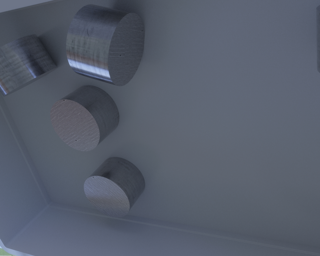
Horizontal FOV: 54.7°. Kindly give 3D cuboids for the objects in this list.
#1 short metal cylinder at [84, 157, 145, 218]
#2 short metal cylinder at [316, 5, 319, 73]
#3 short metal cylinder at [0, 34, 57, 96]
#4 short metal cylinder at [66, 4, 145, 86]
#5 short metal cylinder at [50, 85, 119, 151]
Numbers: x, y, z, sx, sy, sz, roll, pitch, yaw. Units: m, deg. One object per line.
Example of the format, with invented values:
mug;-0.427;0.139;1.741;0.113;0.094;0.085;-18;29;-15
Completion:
short metal cylinder;-0.071;0.092;0.485;0.080;0.050;0.079;13;124;20
short metal cylinder;0.166;-0.074;0.240;0.080;0.080;0.050;0;118;28
short metal cylinder;-0.189;-0.084;0.418;0.080;0.080;0.050;-18;109;35
short metal cylinder;-0.058;-0.092;0.346;0.050;0.080;0.079;18;126;17
short metal cylinder;-0.105;-0.014;0.437;0.080;0.050;0.079;13;124;20
